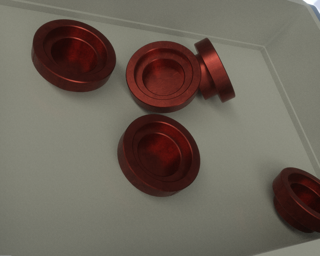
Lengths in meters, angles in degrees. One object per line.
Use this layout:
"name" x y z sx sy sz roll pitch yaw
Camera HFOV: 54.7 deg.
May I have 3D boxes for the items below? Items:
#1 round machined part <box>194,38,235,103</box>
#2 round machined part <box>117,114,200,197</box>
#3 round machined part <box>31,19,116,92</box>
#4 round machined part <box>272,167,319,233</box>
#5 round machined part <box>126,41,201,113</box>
"round machined part" 0.072 -0.081 0.463 0.098 0.042 0.098 61 11 -19
"round machined part" -0.004 0.036 0.372 0.099 0.042 0.098 14 56 -21
"round machined part" -0.109 -0.085 0.389 0.099 0.042 0.098 14 56 -21
"round machined part" 0.199 0.104 0.427 0.099 0.042 0.098 19 32 -12
"round machined part" 0.005 -0.065 0.422 0.099 0.042 0.098 0 72 1
